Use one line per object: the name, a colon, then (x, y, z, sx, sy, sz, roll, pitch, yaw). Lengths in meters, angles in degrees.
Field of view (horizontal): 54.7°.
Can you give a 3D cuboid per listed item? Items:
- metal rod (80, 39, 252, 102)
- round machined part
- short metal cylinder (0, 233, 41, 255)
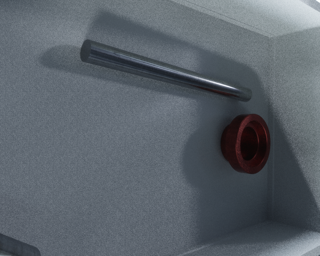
metal rod: (0.033, -0.071, 0.436, 0.302, 0.025, 0.025, 7, 86, -40)
round machined part: (0.139, 0.026, 0.515, 0.099, 0.042, 0.097, 0, 90, -40)
short metal cylinder: (-0.144, 0.128, 0.251, 0.050, 0.080, 0.080, 41, 65, -33)
